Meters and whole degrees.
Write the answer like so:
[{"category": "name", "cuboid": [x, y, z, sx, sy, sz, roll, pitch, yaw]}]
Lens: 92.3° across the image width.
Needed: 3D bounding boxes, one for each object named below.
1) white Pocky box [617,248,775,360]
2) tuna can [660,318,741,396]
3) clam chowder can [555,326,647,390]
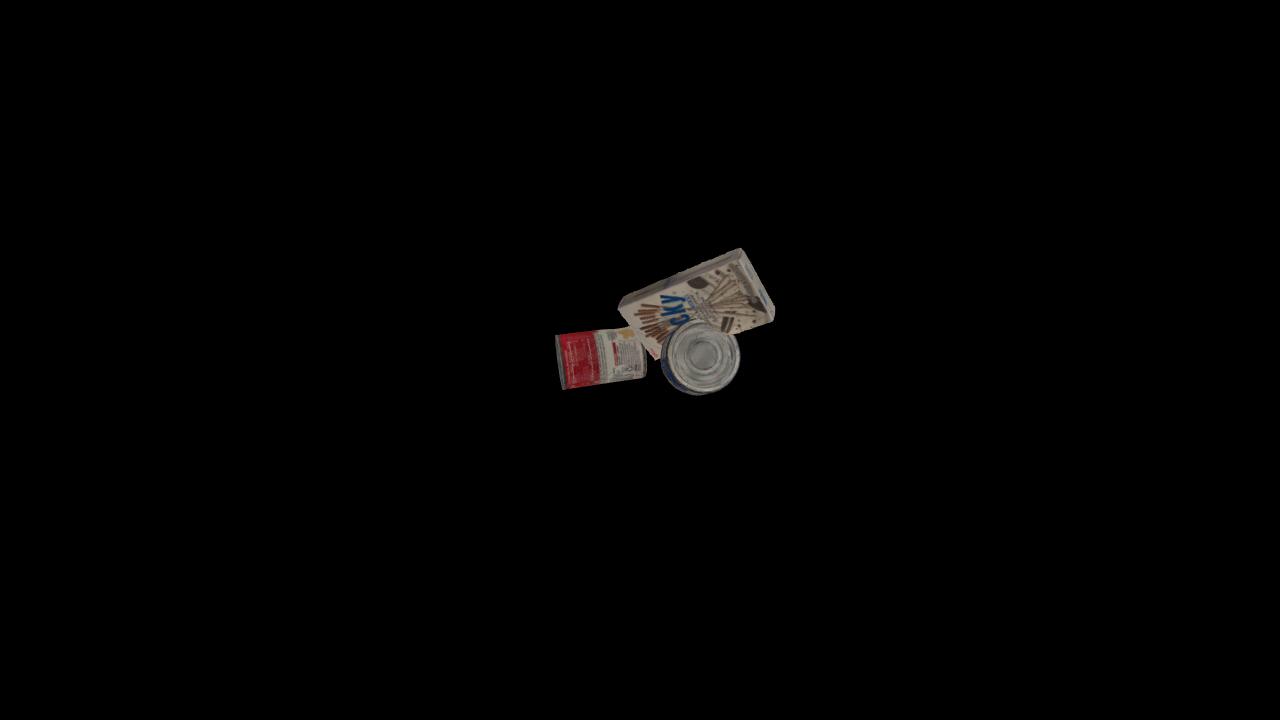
[{"category": "white Pocky box", "cuboid": [0.060, -0.057, 0.669, 0.154, 0.084, 0.028, -19, 31, 31]}, {"category": "tuna can", "cuboid": [0.066, -0.004, 0.672, 0.084, 0.084, 0.034, 0, -6, -9]}, {"category": "clam chowder can", "cuboid": [-0.048, -0.004, 0.746, 0.102, 0.068, 0.068, -8, 1, -10]}]
